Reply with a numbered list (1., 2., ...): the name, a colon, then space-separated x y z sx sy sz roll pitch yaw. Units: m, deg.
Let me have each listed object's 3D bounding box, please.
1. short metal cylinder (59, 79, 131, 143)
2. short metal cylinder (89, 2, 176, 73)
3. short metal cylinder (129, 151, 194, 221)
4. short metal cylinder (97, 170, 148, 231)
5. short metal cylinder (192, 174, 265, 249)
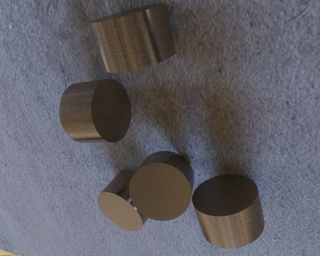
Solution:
1. short metal cylinder: -0.081 -0.021 0.399 0.050 0.080 0.080 -2 118 29
2. short metal cylinder: -0.028 -0.096 0.325 0.080 0.080 0.050 -1 118 28
3. short metal cylinder: 0.004 0.076 0.417 0.080 0.050 0.079 2 103 10
4. short metal cylinder: -0.048 0.111 0.477 0.080 0.050 0.079 19 132 22
5. short metal cylinder: 0.086 0.102 0.388 0.080 0.080 0.050 -4 116 30
